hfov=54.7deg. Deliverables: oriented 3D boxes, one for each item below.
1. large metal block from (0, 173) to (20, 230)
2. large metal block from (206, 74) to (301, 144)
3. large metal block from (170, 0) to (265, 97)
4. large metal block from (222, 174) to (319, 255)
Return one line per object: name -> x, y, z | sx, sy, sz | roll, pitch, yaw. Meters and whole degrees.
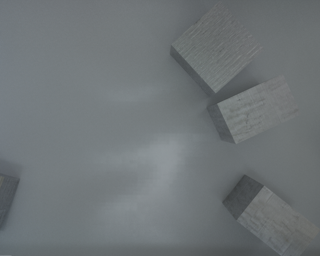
large metal block -> -0.239, 0.091, 0.389 | 0.080, 0.050, 0.080 | 16, 77, 0
large metal block -> 0.111, -0.022, 0.385 | 0.080, 0.080, 0.050 | -25, 90, 0
large metal block -> 0.070, -0.098, 0.399 | 0.080, 0.050, 0.080 | -42, 90, 0
large metal block -> 0.132, 0.108, 0.385 | 0.080, 0.080, 0.050 | 38, 90, 0
